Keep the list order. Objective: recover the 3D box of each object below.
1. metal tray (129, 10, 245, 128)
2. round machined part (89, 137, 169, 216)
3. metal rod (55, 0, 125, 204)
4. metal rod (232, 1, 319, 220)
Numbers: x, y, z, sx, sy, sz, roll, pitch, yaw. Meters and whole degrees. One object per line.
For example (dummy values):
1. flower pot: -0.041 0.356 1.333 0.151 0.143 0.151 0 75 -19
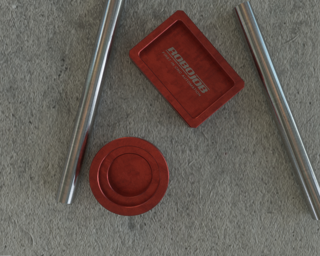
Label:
1. metal tray: 0.034 -0.075 0.407 0.090 0.030 0.130 -41 91 0
2. round machined part: -0.038 0.059 0.401 0.099 0.042 0.097 0 90 -1
3. metal rod: -0.089 -0.049 0.408 0.025 0.025 0.298 14 90 -1
4. metal rod: 0.161 -0.022 0.412 0.025 0.025 0.299 -21 90 0
